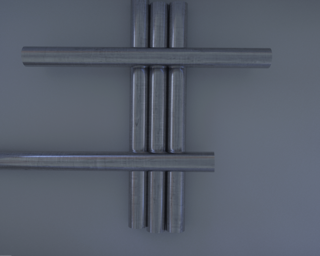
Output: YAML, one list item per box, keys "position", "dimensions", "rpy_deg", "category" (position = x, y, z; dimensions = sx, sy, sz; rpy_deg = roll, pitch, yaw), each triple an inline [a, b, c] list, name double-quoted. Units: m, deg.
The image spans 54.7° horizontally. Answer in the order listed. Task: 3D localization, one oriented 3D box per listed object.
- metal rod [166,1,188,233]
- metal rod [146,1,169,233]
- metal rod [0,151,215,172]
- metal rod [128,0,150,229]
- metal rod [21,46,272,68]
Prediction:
- position: [0.022, -0.014, 0.410]
  dimensions: [0.025, 0.025, 0.298]
  rpy_deg: [1, 90, 0]
  category: "metal rod"
- position: [-0.003, -0.014, 0.410]
  dimensions: [0.025, 0.025, 0.298]
  rpy_deg: [1, 90, 0]
  category: "metal rod"
- position: [-0.084, 0.042, 0.391]
  dimensions: [0.302, 0.025, 0.025]
  rpy_deg: [0, 90, 7]
  category: "metal rod"
- position: [-0.028, -0.019, 0.410]
  dimensions: [0.025, 0.025, 0.298]
  rpy_deg: [1, 90, 0]
  category: "metal rod"
- position: [-0.016, -0.088, 0.385]
  dimensions: [0.302, 0.025, 0.025]
  rpy_deg: [0, 90, 0]
  category: "metal rod"
